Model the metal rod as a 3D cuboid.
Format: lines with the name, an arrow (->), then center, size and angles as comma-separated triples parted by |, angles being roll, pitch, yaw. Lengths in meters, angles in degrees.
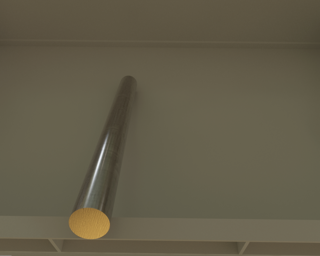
metal rod -> -0.045, -0.004, 0.327 | 0.025, 0.025, 0.300 | -1, 25, 0
